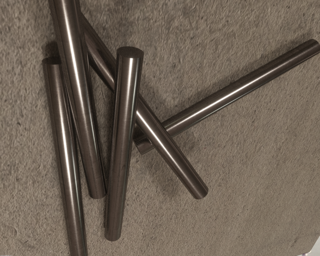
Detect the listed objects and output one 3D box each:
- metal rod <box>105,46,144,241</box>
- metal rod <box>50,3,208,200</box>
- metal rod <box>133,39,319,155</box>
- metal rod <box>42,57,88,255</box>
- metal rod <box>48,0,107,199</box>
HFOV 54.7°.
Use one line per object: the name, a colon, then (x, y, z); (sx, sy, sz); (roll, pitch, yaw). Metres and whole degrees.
metal rod: (-0.049, 0.045, 0.378); (0.025, 0.025, 0.298); (-9, 132, -24)
metal rod: (-0.017, -0.010, 0.366); (0.025, 0.025, 0.300); (-38, 122, -3)
metal rod: (0.099, -0.048, 0.433); (0.302, 0.025, 0.025); (-29, 129, -10)
metal rod: (-0.112, 0.061, 0.384); (0.025, 0.025, 0.298); (-11, 123, -23)
metal rod: (-0.081, -0.030, 0.322); (0.025, 0.025, 0.298); (-16, 132, -20)
